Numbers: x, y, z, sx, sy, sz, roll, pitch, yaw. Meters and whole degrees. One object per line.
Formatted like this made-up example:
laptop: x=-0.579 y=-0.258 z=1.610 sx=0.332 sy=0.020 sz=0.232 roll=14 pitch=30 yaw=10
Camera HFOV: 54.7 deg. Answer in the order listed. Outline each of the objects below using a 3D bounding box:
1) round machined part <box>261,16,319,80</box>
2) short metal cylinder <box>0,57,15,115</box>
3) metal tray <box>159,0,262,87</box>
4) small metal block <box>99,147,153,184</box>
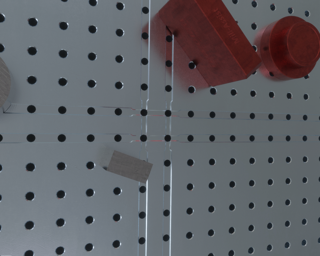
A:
round machined part: x=0.211 y=-0.126 z=0.481 sx=0.099 sy=0.042 sz=0.097 roll=0 pitch=90 yaw=-20
short metal cylinder: x=-0.199 y=-0.046 z=0.326 sx=0.081 sy=0.050 sz=0.079 roll=0 pitch=90 yaw=-20
metal tray: x=0.062 y=-0.118 z=0.400 sx=0.030 sy=0.090 sz=0.130 roll=-42 pitch=104 yaw=-15
small metal block: x=-0.043 y=0.046 z=0.384 sx=0.050 sy=0.050 sz=0.025 roll=22 pitch=83 yaw=-19
